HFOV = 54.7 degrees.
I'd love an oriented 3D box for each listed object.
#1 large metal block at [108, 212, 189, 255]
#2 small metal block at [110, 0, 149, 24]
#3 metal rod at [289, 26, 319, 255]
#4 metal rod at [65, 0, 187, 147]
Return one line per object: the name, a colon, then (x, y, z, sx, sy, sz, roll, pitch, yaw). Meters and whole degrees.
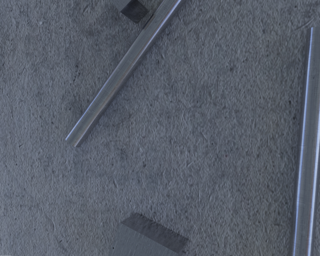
large metal block: (-0.019, 0.169, 0.402, 0.080, 0.050, 0.080, 22, 97, 18)
small metal block: (-0.047, -0.172, 0.411, 0.025, 0.050, 0.050, -41, 77, 15)
metal rod: (0.168, 0.039, 0.349, 0.025, 0.025, 0.298, 4, 91, 19)
metal rod: (-0.037, -0.095, 0.420, 0.025, 0.025, 0.299, 41, 103, 15)
